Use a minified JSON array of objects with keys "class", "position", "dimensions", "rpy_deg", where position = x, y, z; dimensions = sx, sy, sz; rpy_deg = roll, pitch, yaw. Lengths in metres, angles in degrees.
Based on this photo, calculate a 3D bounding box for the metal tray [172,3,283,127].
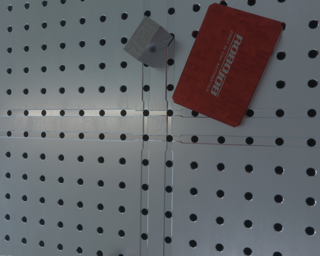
[{"class":"metal tray","position":[0.081,-0.076,0.381],"dimensions":[0.090,0.030,0.129],"rpy_deg":[24,98,18]}]

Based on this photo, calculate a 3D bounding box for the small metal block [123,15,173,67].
[{"class":"small metal block","position":[-0.014,-0.111,0.404],"dimensions":[0.025,0.050,0.050],"rpy_deg":[39,102,15]}]
